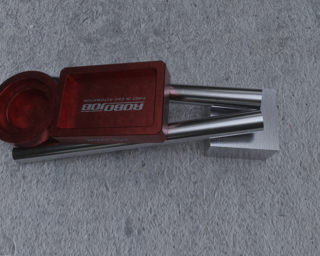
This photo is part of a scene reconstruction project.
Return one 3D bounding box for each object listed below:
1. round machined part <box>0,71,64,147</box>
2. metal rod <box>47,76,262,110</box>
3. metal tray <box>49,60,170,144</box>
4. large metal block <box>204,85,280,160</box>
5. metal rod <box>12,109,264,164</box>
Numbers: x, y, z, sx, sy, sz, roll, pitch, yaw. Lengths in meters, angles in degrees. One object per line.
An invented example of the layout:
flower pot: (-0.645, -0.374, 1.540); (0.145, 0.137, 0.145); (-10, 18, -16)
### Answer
round machined part: (-0.165, -0.021, 0.400); (0.098, 0.042, 0.098); (-3, 69, 9)
metal rod: (-0.029, -0.047, 0.392); (0.301, 0.025, 0.025); (6, 70, 15)
metal tray: (-0.056, -0.029, 0.361); (0.131, 0.030, 0.090); (-1, 69, 12)
large metal block: (0.101, -0.006, 0.398); (0.081, 0.050, 0.080); (4, 70, 1)
metal rod: (-0.034, 0.012, 0.370); (0.301, 0.025, 0.025); (-8, 70, 10)
